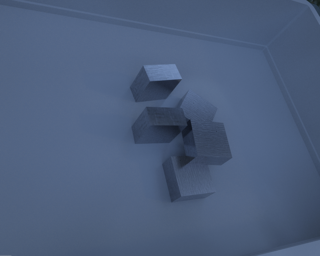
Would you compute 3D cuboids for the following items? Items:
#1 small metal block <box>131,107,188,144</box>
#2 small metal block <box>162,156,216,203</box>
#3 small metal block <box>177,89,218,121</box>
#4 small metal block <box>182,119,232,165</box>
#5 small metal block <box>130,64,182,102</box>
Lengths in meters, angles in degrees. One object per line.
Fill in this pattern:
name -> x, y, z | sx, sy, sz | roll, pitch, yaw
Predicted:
small metal block -> -0.002, -0.002, 0.390 | 0.050, 0.050, 0.025 | 0, 62, -28
small metal block -> 0.036, 0.062, 0.387 | 0.050, 0.025, 0.050 | 0, 62, -28
small metal block -> 0.049, -0.019, 0.444 | 0.050, 0.025, 0.050 | 33, 51, -6
small metal block -> 0.058, 0.019, 0.393 | 0.050, 0.025, 0.050 | 6, 59, -25
small metal block -> -0.006, -0.061, 0.423 | 0.050, 0.050, 0.025 | -10, 67, -32
